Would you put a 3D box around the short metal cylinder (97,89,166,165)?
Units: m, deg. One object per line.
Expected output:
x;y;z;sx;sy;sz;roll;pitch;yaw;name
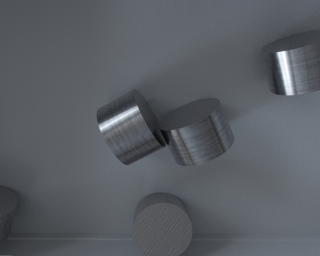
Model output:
-0.034;-0.001;0.381;0.050;0.080;0.080;-28;108;9;short metal cylinder

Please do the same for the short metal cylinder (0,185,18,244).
-0.242;0.119;0.422;0.080;0.080;0.050;17;109;-7;short metal cylinder

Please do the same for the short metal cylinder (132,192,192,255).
0.002;0.137;0.438;0.081;0.050;0.079;0;94;-2;short metal cylinder

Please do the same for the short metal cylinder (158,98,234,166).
0.045;0.003;0.384;0.080;0.080;0.050;-23;109;8;short metal cylinder

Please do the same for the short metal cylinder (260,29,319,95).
0.162;-0.076;0.356;0.080;0.080;0.050;-18;109;6;short metal cylinder
